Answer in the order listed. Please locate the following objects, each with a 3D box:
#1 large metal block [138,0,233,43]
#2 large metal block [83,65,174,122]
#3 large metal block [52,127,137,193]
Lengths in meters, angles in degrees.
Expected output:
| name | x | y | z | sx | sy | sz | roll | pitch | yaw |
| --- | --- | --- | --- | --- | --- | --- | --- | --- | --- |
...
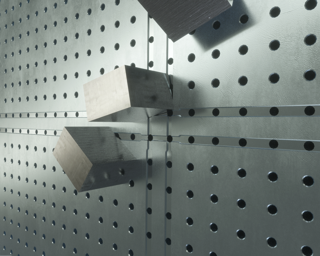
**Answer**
| name | x | y | z | sx | sy | sz | roll | pitch | yaw |
| --- | --- | --- | --- | --- | --- | --- | --- | --- | --- |
| large metal block | 0.026 | -0.157 | 0.344 | 0.080 | 0.080 | 0.050 | -23 | 35 | 38 |
| large metal block | -0.041 | -0.041 | 0.409 | 0.080 | 0.081 | 0.050 | -15 | 81 | 39 |
| large metal block | -0.095 | 0.042 | 0.454 | 0.080 | 0.081 | 0.050 | 45 | 117 | 31 |
